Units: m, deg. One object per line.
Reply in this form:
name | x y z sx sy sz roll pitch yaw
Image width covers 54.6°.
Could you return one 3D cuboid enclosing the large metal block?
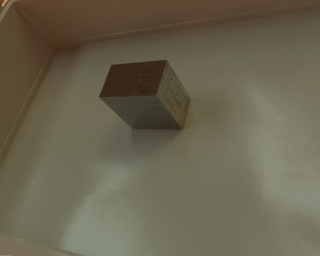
large metal block | -0.017 -0.040 0.402 0.080 0.080 0.050 1 63 28
